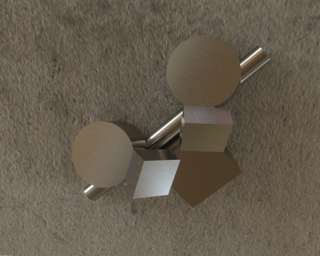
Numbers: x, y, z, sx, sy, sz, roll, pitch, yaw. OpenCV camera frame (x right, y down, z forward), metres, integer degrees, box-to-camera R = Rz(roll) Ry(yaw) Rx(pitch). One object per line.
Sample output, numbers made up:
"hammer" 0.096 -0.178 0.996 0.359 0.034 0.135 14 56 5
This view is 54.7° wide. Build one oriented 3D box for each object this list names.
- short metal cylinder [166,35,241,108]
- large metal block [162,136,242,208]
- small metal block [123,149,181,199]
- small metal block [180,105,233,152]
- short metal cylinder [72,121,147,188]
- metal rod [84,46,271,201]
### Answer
"short metal cylinder" 0.053 -0.062 0.360 0.080 0.050 0.079 0 92 15
"large metal block" 0.047 0.045 0.413 0.080 0.050 0.080 -40 106 13
"small metal block" -0.010 0.053 0.364 0.050 0.025 0.050 3 114 -36
"small metal block" 0.050 0.002 0.346 0.050 0.025 0.050 2 141 -1
"short metal cylinder" -0.062 0.031 0.393 0.080 0.050 0.079 0 92 15
"metal rod" 0.014 0.002 0.411 0.300 0.025 0.025 -39 106 13
